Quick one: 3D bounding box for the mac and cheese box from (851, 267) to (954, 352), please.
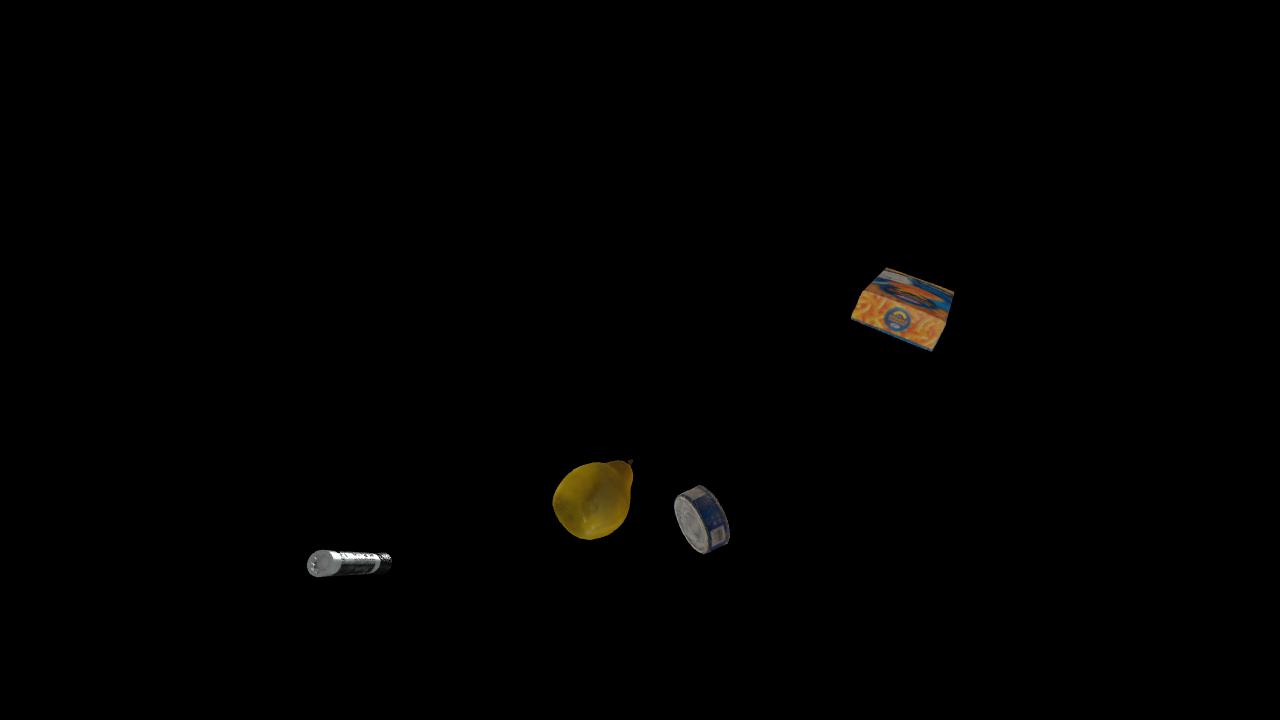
[{"bbox_3d":[0.316,-0.066,0.730,0.093,0.041,0.184,27,27,19],"label":"mac and cheese box"}]

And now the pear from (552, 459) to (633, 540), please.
[{"bbox_3d":[-0.033,0.133,0.633,0.080,0.080,0.111,0,26,47],"label":"pear"}]

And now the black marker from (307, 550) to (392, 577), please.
[{"bbox_3d":[-0.231,0.165,0.499,0.020,0.020,0.121,0,-18,-1],"label":"black marker"}]

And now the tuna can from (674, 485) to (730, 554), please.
[{"bbox_3d":[0.080,0.211,0.809,0.034,0.084,0.084,-20,8,-23],"label":"tuna can"}]
